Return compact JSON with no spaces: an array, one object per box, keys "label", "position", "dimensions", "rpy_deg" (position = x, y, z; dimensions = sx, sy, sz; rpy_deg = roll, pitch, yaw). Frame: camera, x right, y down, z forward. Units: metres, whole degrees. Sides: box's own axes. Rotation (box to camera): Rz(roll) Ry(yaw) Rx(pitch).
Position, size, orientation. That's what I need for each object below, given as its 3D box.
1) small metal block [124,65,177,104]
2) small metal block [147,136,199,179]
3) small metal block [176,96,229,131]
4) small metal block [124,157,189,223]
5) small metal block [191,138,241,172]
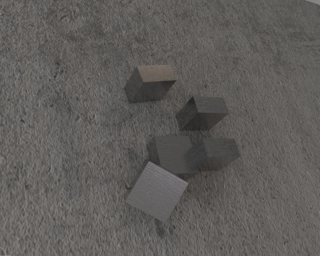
[{"label":"small metal block","position":[-0.014,-0.059,0.416],"dimensions":[0.050,0.050,0.025],"rpy_deg":[-9,67,-32]},{"label":"small metal block","position":[0.015,0.038,0.389],"dimensions":[0.050,0.025,0.050],"rpy_deg":[1,61,-27]},{"label":"small metal block","position":[0.058,-0.019,0.430],"dimensions":[0.050,0.050,0.025],"rpy_deg":[0,62,-28]},{"label":"small metal block","position":[-0.005,0.068,0.343],"dimensions":[0.050,0.025,0.050],"rpy_deg":[30,88,-9]},{"label":"small metal block","position":[0.066,0.036,0.401],"dimensions":[0.050,0.050,0.025],"rpy_deg":[2,61,-28]}]
